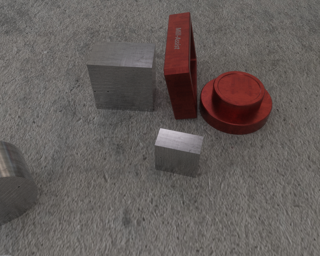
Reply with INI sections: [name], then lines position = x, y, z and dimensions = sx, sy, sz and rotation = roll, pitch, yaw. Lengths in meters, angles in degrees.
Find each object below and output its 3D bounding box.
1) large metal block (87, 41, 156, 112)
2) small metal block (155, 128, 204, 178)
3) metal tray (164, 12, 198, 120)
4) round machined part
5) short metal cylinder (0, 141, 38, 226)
[large metal block]
position = -0.048, -0.069, 0.426
dimensions = 0.080, 0.080, 0.050
rotation = 3, 50, 3
[small metal block]
position = 0.022, 0.030, 0.362
dimensions = 0.050, 0.050, 0.025
rotation = 11, 51, 9
[metal tray]
position = 0.032, -0.087, 0.431
dimensions = 0.030, 0.090, 0.130
rotation = -4, 49, 11
[round machined part]
position = 0.106, -0.041, 0.428
dimensions = 0.099, 0.042, 0.098
rotation = 0, 50, 0
[short metal cylinder]
position = -0.174, 0.059, 0.317
dimensions = 0.081, 0.080, 0.050
rotation = -26, 55, -20
